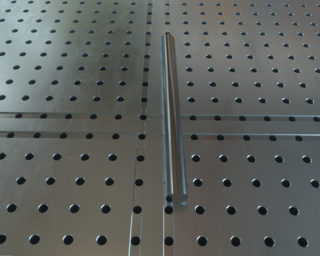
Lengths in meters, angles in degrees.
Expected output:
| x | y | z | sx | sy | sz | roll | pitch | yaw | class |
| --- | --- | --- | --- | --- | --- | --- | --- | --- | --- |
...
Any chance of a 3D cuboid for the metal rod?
| x | y | z | sx | sy | sz | roll | pitch | yaw | class |
| --- | --- | --- | --- | --- | --- | --- | --- | --- | --- |
| 0.016 | -0.037 | 0.438 | 0.025 | 0.025 | 0.300 | -1 | 50 | -1 | metal rod |
